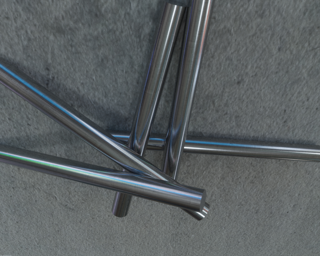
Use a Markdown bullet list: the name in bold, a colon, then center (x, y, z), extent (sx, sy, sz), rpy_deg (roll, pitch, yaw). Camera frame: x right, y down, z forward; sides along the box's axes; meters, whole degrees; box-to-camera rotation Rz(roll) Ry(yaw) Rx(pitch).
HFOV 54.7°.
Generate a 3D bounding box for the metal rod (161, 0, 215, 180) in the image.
- **metal rod**: center (0.026, -0.027, 0.361), extent (0.025, 0.025, 0.298), rpy_deg (5, 123, -5)

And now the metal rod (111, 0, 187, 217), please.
- **metal rod**: center (-0.022, 0.000, 0.380), extent (0.025, 0.025, 0.298), rpy_deg (11, 121, -10)

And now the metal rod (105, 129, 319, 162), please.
- **metal rod**: center (0.076, 0.025, 0.429), extent (0.302, 0.025, 0.025), rpy_deg (4, 130, -5)

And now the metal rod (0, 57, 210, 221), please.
- **metal rod**: center (-0.065, 0.018, 0.369), extent (0.301, 0.025, 0.025), rpy_deg (36, 122, -9)

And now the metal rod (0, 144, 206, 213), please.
- **metal rod**: center (-0.093, 0.055, 0.382), extent (0.301, 0.025, 0.025), rpy_deg (9, 133, 20)
